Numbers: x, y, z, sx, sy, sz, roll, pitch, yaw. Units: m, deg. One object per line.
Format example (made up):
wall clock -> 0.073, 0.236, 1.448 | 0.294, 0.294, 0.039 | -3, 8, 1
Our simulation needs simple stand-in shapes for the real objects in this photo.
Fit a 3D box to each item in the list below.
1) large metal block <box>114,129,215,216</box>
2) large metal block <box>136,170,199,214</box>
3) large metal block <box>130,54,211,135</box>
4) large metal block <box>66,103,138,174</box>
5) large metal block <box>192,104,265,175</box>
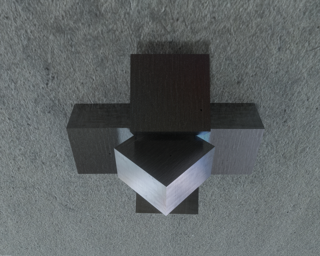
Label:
large metal block -> 0.005, 0.041, 0.364 | 0.080, 0.081, 0.050 | 32, 140, 32
large metal block -> 0.009, 0.087, 0.439 | 0.081, 0.080, 0.050 | 2, 87, -1
large metal block -> 0.010, -0.034, 0.337 | 0.081, 0.080, 0.050 | 0, 174, 0
large metal block -> -0.068, 0.014, 0.403 | 0.081, 0.050, 0.079 | 0, 130, 0
large metal block -> 0.081, 0.015, 0.403 | 0.081, 0.050, 0.079 | 0, 130, -1
